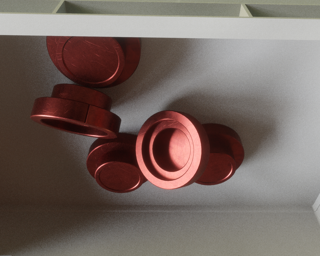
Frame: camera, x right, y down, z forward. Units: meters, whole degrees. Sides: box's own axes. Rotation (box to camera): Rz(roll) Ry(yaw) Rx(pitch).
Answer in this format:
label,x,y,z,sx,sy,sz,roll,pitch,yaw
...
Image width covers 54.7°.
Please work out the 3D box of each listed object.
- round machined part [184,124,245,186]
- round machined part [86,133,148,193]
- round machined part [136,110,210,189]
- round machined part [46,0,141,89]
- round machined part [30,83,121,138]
label,x,y,z,sx,sy,sz,roll,pitch,yaw
round machined part,0.070,0.044,0.436,0.099,0.042,0.097,-1,130,0
round machined part,-0.056,0.057,0.445,0.099,0.042,0.097,-1,130,0
round machined part,0.020,0.027,0.398,0.098,0.098,0.042,-38,158,27
round machined part,-0.070,-0.082,0.327,0.099,0.042,0.097,-1,130,0
round machined part,-0.093,-0.020,0.359,0.099,0.042,0.098,10,168,2
